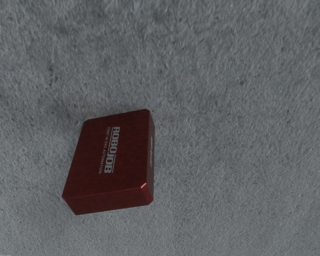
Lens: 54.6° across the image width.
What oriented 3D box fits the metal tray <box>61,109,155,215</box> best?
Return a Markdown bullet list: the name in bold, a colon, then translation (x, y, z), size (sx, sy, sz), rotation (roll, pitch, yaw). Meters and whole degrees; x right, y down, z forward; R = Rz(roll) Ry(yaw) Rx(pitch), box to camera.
- **metal tray**: translation (-0.054, 0.034, 0.367), size (0.090, 0.130, 0.030), rotation (-10, 129, 8)
